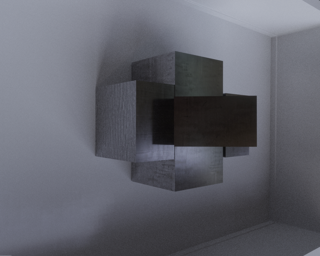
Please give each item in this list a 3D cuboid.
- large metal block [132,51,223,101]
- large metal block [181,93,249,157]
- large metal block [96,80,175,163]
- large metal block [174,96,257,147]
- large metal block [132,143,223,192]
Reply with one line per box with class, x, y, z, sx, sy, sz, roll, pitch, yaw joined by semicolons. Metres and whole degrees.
large metal block;0.021;-0.058;0.387;0.081;0.080;0.050;0;91;-40
large metal block;0.074;-0.004;0.429;0.050;0.080;0.080;0;90;-41
large metal block;-0.030;-0.007;0.345;0.050;0.080;0.080;0;90;-40
large metal block;0.058;-0.007;0.344;0.080;0.080;0.050;-4;94;-85
large metal block;0.021;0.043;0.387;0.081;0.080;0.050;0;91;-40
